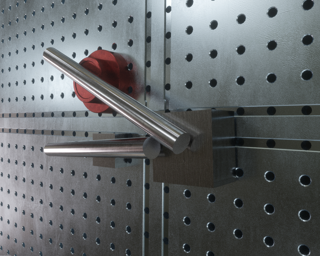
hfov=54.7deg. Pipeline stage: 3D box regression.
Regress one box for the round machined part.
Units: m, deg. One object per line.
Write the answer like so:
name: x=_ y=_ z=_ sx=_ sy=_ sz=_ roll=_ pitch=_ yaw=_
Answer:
round machined part: x=-0.096 y=-0.071 z=0.474 sx=0.098 sy=0.042 sz=0.097 roll=0 pitch=90 yaw=39

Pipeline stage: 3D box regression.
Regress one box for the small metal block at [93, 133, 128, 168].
small metal block: x=-0.076 y=0.033 z=0.470 sx=0.050 sy=0.025 sz=0.050 roll=0 pitch=90 yaw=39

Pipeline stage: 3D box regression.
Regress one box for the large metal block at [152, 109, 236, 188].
large metal block: x=0.038 y=0.022 z=0.356 sx=0.080 sy=0.050 sz=0.079 roll=-2 pitch=89 yaw=39

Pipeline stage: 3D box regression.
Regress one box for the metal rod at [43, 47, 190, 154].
metal rod: x=-0.077 y=-0.051 z=0.408 sx=0.300 sy=0.025 sz=0.025 roll=34 pitch=111 yaw=37

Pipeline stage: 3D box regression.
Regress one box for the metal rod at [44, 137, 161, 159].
metal rod: x=-0.105 y=0.031 z=0.458 sx=0.299 sy=0.025 sz=0.025 roll=-5 pitch=87 yaw=50
